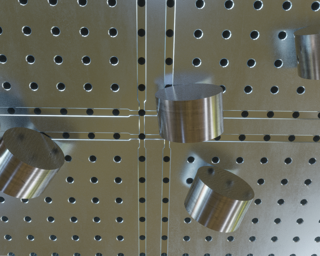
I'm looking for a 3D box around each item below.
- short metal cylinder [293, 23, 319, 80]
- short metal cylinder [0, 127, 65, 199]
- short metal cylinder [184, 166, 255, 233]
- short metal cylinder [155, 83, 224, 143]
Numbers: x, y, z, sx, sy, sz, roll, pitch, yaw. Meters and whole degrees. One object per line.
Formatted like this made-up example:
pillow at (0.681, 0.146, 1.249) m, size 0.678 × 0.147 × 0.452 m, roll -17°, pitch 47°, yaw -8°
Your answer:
short metal cylinder at (0.199, -0.092, 0.353) m, size 0.080 × 0.080 × 0.050 m, roll -14°, pitch 110°, yaw 4°
short metal cylinder at (-0.172, 0.044, 0.398) m, size 0.080 × 0.080 × 0.050 m, roll 34°, pitch 106°, yaw -12°
short metal cylinder at (0.079, 0.094, 0.420) m, size 0.080 × 0.080 × 0.050 m, roll 17°, pitch 109°, yaw -7°
short metal cylinder at (0.036, -0.021, 0.377) m, size 0.080 × 0.080 × 0.050 m, roll -6°, pitch 110°, yaw 2°
